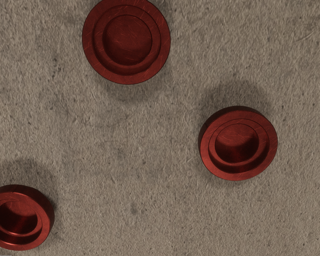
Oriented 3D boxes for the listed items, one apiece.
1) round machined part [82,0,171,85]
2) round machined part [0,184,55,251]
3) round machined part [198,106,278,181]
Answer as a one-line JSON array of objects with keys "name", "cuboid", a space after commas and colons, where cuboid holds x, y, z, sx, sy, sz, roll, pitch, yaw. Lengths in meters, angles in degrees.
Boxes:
[{"name": "round machined part", "cuboid": [-0.037, -0.103, 0.362, 0.099, 0.042, 0.097, 0, 110, -1]}, {"name": "round machined part", "cuboid": [-0.200, 0.122, 0.443, 0.099, 0.042, 0.097, 0, 110, -1]}, {"name": "round machined part", "cuboid": [0.099, 0.017, 0.408, 0.099, 0.042, 0.097, 0, 110, -1]}]
